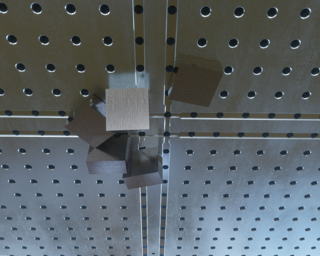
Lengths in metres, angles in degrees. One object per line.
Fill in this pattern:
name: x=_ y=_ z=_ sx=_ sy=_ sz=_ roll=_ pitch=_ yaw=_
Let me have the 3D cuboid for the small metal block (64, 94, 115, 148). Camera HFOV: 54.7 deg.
small metal block: x=-0.085 y=-0.008 z=0.403 sx=0.050 sy=0.025 sz=0.050 roll=-34 pitch=122 yaw=26

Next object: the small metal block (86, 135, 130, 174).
small metal block: x=-0.070 y=0.036 z=0.425 sx=0.050 sy=0.050 sz=0.025 roll=-1 pitch=131 yaw=0

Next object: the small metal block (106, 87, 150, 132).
small metal block: x=-0.038 y=-0.021 z=0.375 sx=0.050 sy=0.050 sz=0.025 roll=-2 pitch=173 yaw=1

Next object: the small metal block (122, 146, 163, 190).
small metal block: x=-0.024 y=0.057 z=0.443 sx=0.050 sy=0.050 sz=0.025 roll=-11 pitch=129 yaw=9

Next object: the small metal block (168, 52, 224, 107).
small metal block: x=0.040 y=-0.056 z=0.365 sx=0.050 sy=0.025 sz=0.050 roll=10 pitch=129 yaw=-9
